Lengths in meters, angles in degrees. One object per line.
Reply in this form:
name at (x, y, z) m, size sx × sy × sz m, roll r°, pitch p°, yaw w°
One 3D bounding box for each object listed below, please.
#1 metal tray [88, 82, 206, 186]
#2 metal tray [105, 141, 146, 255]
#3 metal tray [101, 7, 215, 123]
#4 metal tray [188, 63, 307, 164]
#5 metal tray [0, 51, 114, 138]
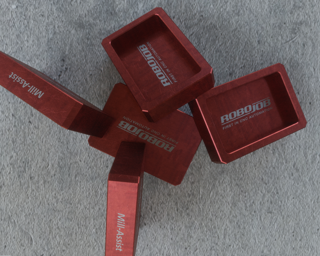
metal tray at (-0.016, 0.008, 0.408) m, size 0.131 × 0.030 × 0.090 m, roll 26°, pitch 90°, yaw -1°
metal tray at (-0.039, 0.091, 0.359) m, size 0.030 × 0.090 × 0.129 m, roll 6°, pitch 111°, yaw 0°
metal tray at (-0.005, -0.081, 0.379) m, size 0.090 × 0.030 × 0.130 m, roll -31°, pitch 61°, yaw -1°
metal tray at (0.112, -0.019, 0.394) m, size 0.131 × 0.030 × 0.090 m, roll -22°, pitch 90°, yaw -15°
metal tray at (-0.127, -0.038, 0.362) m, size 0.130 × 0.090 × 0.030 m, roll 31°, pitch 90°, yaw 16°
